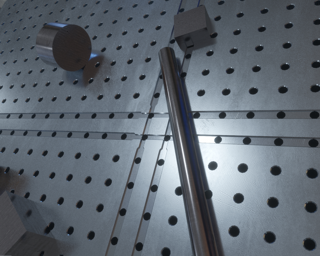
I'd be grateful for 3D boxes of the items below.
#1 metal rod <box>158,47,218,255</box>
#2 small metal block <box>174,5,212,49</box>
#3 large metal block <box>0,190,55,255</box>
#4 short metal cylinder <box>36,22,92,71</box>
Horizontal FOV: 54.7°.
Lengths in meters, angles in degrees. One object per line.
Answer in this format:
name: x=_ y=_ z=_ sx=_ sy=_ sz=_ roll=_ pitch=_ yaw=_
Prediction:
metal rod: x=0.028 y=0.008 z=0.388 sx=0.025 sy=0.025 sz=0.299 roll=-20 pitch=54 yaw=16
small metal block: x=0.050 y=-0.156 z=0.478 sx=0.050 sy=0.025 sz=0.050 roll=-13 pitch=56 yaw=21
large metal block: x=-0.200 y=0.145 z=0.409 sx=0.080 sy=0.050 sz=0.080 roll=-48 pitch=51 yaw=-6
short metal cylinder: x=-0.170 y=-0.145 z=0.552 sx=0.050 sy=0.080 sz=0.080 roll=20 pitch=72 yaw=35
